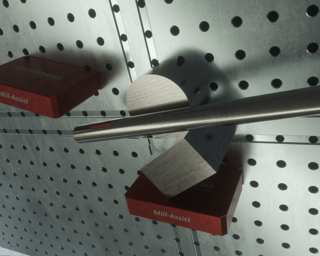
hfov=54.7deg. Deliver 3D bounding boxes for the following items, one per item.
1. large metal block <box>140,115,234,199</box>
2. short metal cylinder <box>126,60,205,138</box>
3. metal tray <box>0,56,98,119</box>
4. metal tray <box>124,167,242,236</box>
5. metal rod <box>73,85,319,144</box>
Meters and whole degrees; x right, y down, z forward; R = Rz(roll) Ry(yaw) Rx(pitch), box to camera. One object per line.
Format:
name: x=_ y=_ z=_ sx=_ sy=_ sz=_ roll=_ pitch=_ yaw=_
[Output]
large metal block: x=0.034 y=0.029 z=0.375 sx=0.050 sy=0.080 sz=0.080 roll=47 pitch=129 yaw=-5
short metal cylinder: x=0.007 y=-0.034 z=0.370 sx=0.080 sy=0.050 sz=0.079 roll=13 pitch=124 yaw=21
metal tray: x=-0.163 y=-0.059 z=0.418 sx=0.130 sy=0.090 sz=0.030 roll=15 pitch=125 yaw=19
metal tray: x=0.032 y=0.083 z=0.403 sx=0.130 sy=0.090 sz=0.030 roll=6 pitch=121 yaw=25
metal rod: x=0.024 y=-0.009 z=0.328 sx=0.300 sy=0.025 sz=0.025 roll=-8 pitch=115 yaw=31
